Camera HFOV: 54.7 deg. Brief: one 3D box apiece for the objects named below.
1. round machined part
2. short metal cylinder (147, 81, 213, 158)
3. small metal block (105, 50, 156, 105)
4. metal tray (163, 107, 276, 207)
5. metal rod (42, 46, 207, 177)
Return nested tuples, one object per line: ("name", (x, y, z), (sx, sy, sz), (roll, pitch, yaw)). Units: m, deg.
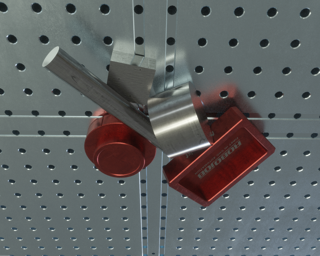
("round machined part", (-0.054, 0.031, 0.425), (0.099, 0.042, 0.097), (-1, 130, 0))
("short metal cylinder", (0.026, -0.009, 0.368), (0.050, 0.080, 0.080), (-20, 128, 15))
("small metal block", (-0.035, -0.058, 0.362), (0.050, 0.025, 0.050), (10, 129, -9))
("metal tray", (0.080, 0.043, 0.419), (0.130, 0.030, 0.090), (-43, 127, 12))
("metal rod", (-0.012, 0.004, 0.393), (0.025, 0.025, 0.301), (-32, 131, 24))
